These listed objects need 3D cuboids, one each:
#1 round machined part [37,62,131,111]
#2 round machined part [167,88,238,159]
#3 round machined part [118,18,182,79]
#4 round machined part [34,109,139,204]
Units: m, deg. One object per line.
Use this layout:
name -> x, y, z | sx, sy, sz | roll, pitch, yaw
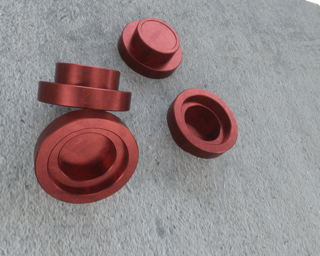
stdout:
round machined part -> -0.080, -0.046, 0.339 | 0.099, 0.098, 0.042 | 4, 97, -26
round machined part -> 0.053, -0.003, 0.423 | 0.099, 0.042, 0.098 | 14, 56, -21
round machined part -> -0.010, -0.125, 0.464 | 0.099, 0.042, 0.098 | 14, 56, -21
round machined part -> -0.075, 0.025, 0.314 | 0.099, 0.097, 0.042 | 4, 24, -26
